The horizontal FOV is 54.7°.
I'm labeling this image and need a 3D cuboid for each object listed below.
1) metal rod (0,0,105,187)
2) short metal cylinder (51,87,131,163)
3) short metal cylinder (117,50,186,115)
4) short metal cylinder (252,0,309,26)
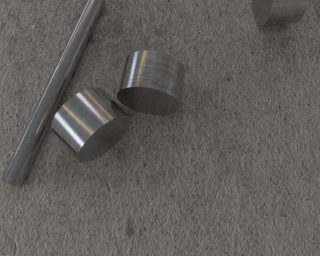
[{"bbox_3d":[-0.140,-0.065,0.430,0.025,0.025,0.299,16,71,5],"label":"metal rod"},{"bbox_3d":[-0.083,-0.003,0.380,0.080,0.080,0.050,-41,75,-13],"label":"short metal cylinder"},{"bbox_3d":[-0.010,-0.056,0.399,0.080,0.080,0.050,9,70,3],"label":"short metal cylinder"},{"bbox_3d":[0.173,-0.192,0.451,0.050,0.080,0.080,-5,70,-2],"label":"short metal cylinder"}]
